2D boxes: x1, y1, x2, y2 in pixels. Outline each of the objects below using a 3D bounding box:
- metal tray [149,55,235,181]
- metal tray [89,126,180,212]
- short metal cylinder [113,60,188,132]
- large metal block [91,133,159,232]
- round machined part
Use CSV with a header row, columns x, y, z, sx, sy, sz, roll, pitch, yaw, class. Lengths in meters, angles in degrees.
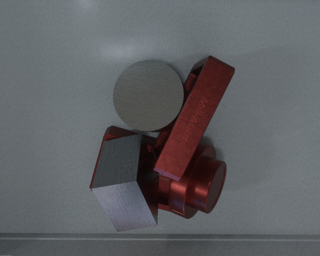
x,y,z,sx,sy,sz,roll,pitch,yaw,class
0.031,-0.013,0.354,0.030,0.090,0.129,26,92,-6,metal tray
-0.021,0.059,0.427,0.131,0.030,0.089,16,109,-6,metal tray
-0.009,-0.035,0.367,0.080,0.050,0.080,-1,87,11,short metal cylinder
-0.037,0.066,0.380,0.050,0.080,0.080,-12,126,10,large metal block
0.053,0.069,0.393,0.042,0.099,0.097,17,112,26,round machined part
